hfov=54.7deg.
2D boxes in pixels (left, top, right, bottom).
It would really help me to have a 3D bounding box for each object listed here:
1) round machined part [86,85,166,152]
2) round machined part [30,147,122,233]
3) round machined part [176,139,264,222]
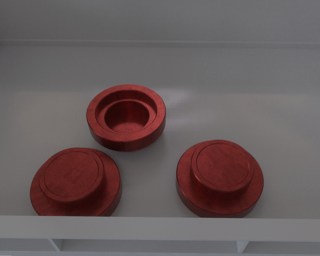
[{"bbox_3d":[-0.042,-0.008,0.401,0.099,0.042,0.098,0,50,0],"label":"round machined part"},{"bbox_3d":[-0.093,0.060,0.342,0.099,0.042,0.098,0,50,0],"label":"round machined part"},{"bbox_3d":[0.068,0.052,0.351,0.099,0.042,0.098,0,50,0],"label":"round machined part"}]
